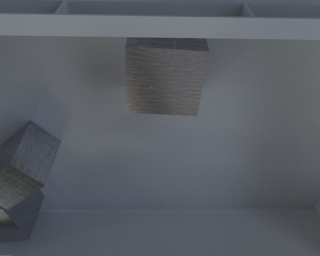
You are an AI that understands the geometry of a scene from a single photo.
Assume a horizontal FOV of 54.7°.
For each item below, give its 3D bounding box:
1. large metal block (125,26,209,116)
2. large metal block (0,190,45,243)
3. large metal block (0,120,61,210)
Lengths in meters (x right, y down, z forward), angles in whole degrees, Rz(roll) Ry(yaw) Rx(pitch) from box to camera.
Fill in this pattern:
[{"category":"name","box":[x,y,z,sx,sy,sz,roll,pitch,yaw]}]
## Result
[{"category":"large metal block","box":[0.005,-0.061,0.340,0.081,0.050,0.079,3,130,-3]},{"category":"large metal block","box":[-0.226,0.114,0.468,0.050,0.080,0.080,-8,130,6]},{"category":"large metal block","box":[-0.187,0.049,0.413,0.080,0.080,0.050,-32,123,24]}]
